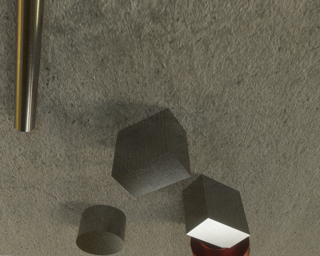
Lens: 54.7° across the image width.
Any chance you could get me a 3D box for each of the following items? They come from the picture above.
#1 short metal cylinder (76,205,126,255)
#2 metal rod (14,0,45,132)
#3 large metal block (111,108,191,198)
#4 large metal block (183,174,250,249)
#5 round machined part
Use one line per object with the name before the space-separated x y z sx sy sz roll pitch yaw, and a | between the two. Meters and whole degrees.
short metal cylinder | -0.101 0.180 0.542 0.081 0.050 0.079 0 130 0
metal rod | -0.130 -0.112 0.309 0.025 0.025 0.298 13 129 -12
large metal block | -0.010 0.031 0.398 0.080 0.080 0.050 -24 126 19
large metal block | 0.085 0.131 0.484 0.080 0.080 0.050 27 125 -22
round machined part | 0.100 0.189 0.523 0.098 0.098 0.042 -10 122 8
